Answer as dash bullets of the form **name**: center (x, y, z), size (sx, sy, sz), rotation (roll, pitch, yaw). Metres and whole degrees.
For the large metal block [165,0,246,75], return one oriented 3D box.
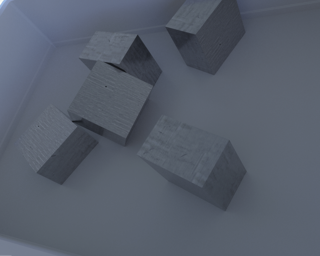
- **large metal block**: center (0.064, -0.132, 0.417), size (0.050, 0.080, 0.080), rotation (29, 77, 37)

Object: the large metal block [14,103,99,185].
- **large metal block**: center (-0.152, 0.022, 0.454), size (0.080, 0.050, 0.080), rotation (34, 81, 38)

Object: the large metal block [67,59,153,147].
- **large metal block**: center (-0.065, -0.032, 0.418), size (0.080, 0.050, 0.080), rotation (26, 72, -1)

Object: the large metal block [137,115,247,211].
- **large metal block**: center (0.036, 0.037, 0.328), size (0.080, 0.080, 0.050), rotation (22, 74, 36)

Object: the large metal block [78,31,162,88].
- **large metal block**: center (-0.056, -0.093, 0.455), size (0.080, 0.080, 0.050), rotation (16, 70, 34)
